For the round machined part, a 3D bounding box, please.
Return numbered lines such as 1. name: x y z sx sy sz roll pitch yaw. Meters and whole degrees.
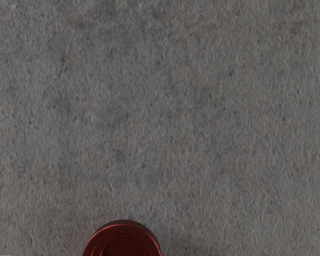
1. round machined part: -0.047 0.167 0.401 0.099 0.042 0.097 0 90 -1
